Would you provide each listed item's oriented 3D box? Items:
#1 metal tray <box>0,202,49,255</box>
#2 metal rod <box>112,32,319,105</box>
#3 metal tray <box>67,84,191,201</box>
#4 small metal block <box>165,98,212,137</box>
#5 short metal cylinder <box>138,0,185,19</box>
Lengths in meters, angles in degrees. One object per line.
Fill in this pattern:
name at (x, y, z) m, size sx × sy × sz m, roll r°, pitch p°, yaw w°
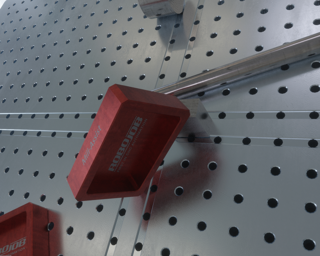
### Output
metal tray at (-0.212, 0.167, 0.413) m, size 0.130 × 0.030 × 0.090 m, roll -26°, pitch 53°, yaw 11°
metal rod at (0.072, -0.066, 0.410) m, size 0.301 × 0.025 × 0.025 m, roll -17°, pitch 55°, yaw 18°
metal tray at (-0.035, 0.021, 0.337) m, size 0.030 × 0.091 × 0.129 m, roll 50°, pitch 121°, yaw 39°
small metal block at (0.031, -0.011, 0.383) m, size 0.050 × 0.050 × 0.025 m, roll -1°, pitch 61°, yaw 27°
short metal cylinder at (0.002, -0.226, 0.510) m, size 0.050 × 0.080 × 0.080 m, roll -1°, pitch 61°, yaw 28°
